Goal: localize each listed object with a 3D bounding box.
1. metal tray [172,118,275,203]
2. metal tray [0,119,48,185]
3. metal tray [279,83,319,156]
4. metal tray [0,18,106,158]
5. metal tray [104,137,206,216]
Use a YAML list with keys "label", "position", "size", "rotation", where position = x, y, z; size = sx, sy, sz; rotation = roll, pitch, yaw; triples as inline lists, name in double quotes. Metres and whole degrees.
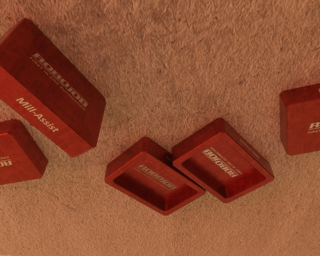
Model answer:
- label: "metal tray"
  position: [0.092, 0.053, 0.449]
  size: [0.090, 0.030, 0.130]
  rotation: [-36, 122, 26]
- label: "metal tray"
  position: [-0.240, 0.041, 0.436]
  size: [0.131, 0.030, 0.090]
  rotation: [-10, 130, 8]
- label: "metal tray"
  position: [0.223, -0.016, 0.392]
  size: [0.131, 0.030, 0.090]
  rotation: [-12, 129, 9]
- label: "metal tray"
  position: [-0.115, -0.041, 0.328]
  size: [0.030, 0.090, 0.130]
  rotation: [-27, 125, 21]
- label: "metal tray"
  position: [-0.005, 0.078, 0.470]
  size: [0.130, 0.030, 0.090]
  rotation: [37, 121, -27]
